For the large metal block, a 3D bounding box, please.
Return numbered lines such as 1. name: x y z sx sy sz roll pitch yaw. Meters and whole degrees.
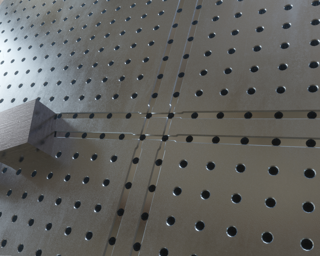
1. large metal block: -0.220 0.010 0.499 0.080 0.050 0.080 -16 55 18
